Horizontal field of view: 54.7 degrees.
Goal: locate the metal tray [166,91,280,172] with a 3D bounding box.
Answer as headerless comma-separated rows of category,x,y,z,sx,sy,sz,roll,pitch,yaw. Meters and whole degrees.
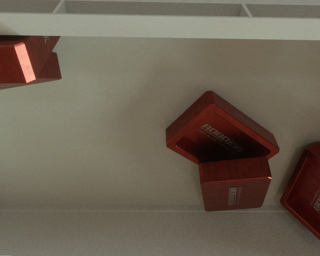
metal tray,0.084,0.018,0.421,0.131,0.030,0.090,31,123,-24

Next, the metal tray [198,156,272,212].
metal tray,0.107,0.087,0.455,0.090,0.030,0.130,-7,148,7

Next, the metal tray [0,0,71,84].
metal tray,-0.138,-0.085,0.266,0.091,0.130,0.030,-1,130,0

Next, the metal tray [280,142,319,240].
metal tray,0.235,0.095,0.449,0.030,0.090,0.129,-21,136,-25

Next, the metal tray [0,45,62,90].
metal tray,-0.181,-0.055,0.315,0.131,0.090,0.030,-8,97,6
